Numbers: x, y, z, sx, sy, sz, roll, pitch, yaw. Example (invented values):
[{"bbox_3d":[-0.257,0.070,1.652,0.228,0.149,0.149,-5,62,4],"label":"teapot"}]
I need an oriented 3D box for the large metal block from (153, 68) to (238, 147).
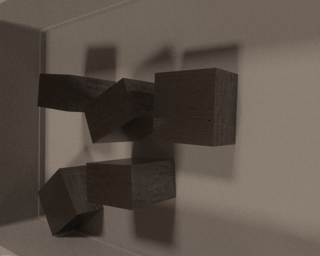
[{"bbox_3d":[0.040,-0.023,0.356,0.080,0.050,0.079,3,92,39],"label":"large metal block"}]

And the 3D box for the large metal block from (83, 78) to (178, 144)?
[{"bbox_3d":[-0.037,-0.019,0.400,0.080,0.081,0.050,-29,72,36],"label":"large metal block"}]

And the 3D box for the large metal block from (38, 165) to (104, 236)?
[{"bbox_3d":[-0.149,0.119,0.510,0.080,0.050,0.080,-43,65,31],"label":"large metal block"}]

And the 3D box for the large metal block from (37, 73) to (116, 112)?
[{"bbox_3d":[-0.127,-0.052,0.473,0.080,0.081,0.050,10,96,39],"label":"large metal block"}]

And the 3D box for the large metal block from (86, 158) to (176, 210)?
[{"bbox_3d":[-0.036,0.068,0.399,0.080,0.081,0.050,-3,88,39],"label":"large metal block"}]
